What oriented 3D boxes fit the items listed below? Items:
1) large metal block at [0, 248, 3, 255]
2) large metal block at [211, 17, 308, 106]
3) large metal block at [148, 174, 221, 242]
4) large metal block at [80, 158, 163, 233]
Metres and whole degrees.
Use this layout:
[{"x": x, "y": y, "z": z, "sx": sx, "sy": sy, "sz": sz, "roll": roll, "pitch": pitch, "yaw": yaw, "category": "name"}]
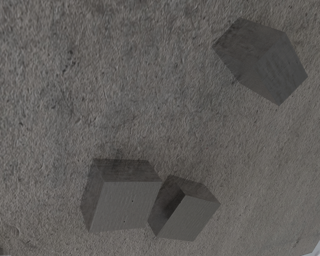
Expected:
[{"x": -0.248, "y": 0.188, "z": 0.371, "sx": 0.080, "sy": 0.050, "sz": 0.080, "roll": 27, "pitch": 103, "yaw": -38, "category": "large metal block"}, {"x": 0.124, "y": -0.083, "z": 0.387, "sx": 0.050, "sy": 0.080, "sz": 0.080, "roll": -47, "pitch": 129, "yaw": 5, "category": "large metal block"}, {"x": 0.035, "y": 0.128, "z": 0.488, "sx": 0.080, "sy": 0.050, "sz": 0.080, "roll": 23, "pitch": 106, "yaw": -37, "category": "large metal block"}, {"x": -0.054, "y": 0.089, "z": 0.416, "sx": 0.081, "sy": 0.050, "sz": 0.079, "roll": 6, "pitch": 116, "yaw": -31, "category": "large metal block"}]
